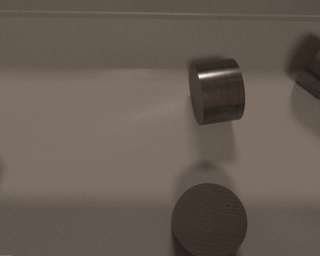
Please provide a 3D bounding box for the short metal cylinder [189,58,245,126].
[{"bbox_3d":[0.071,-0.046,0.398,0.050,0.080,0.080,-9,70,-3],"label":"short metal cylinder"}]

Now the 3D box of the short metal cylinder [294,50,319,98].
[{"bbox_3d":[0.229,-0.081,0.413,0.050,0.080,0.080,42,75,13],"label":"short metal cylinder"}]

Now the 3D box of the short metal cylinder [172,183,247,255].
[{"bbox_3d":[0.054,0.108,0.358,0.081,0.050,0.080,0,70,0],"label":"short metal cylinder"}]
